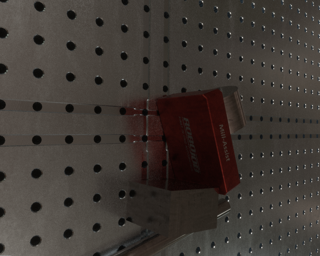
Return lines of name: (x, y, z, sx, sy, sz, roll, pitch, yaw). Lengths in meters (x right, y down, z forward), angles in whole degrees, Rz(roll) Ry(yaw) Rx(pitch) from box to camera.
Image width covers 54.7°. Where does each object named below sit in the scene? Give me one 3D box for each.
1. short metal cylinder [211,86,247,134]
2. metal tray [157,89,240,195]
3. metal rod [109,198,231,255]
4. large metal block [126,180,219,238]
short metal cylinder: (0.077, -0.023, 0.441, 0.081, 0.080, 0.050, -30, 109, -36)
metal tray: (0.049, 0.018, 0.410, 0.030, 0.090, 0.129, -24, 105, -38)
metal rod: (-0.010, 0.152, 0.402, 0.302, 0.025, 0.025, -13, 99, -39)
large metal block: (0.015, 0.095, 0.388, 0.081, 0.080, 0.050, 6, 87, -40)
